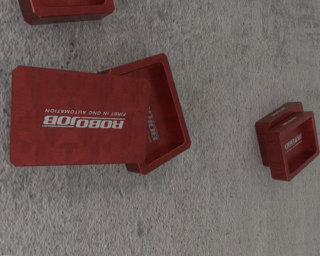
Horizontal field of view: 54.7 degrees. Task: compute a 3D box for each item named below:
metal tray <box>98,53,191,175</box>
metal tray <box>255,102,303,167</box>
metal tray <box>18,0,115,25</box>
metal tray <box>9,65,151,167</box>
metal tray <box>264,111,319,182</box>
[{"bbox_3d":[-0.016,-0.019,0.387,0.091,0.030,0.129,-27,107,-37],"label":"metal tray"},{"bbox_3d":[0.240,0.010,0.602,0.131,0.030,0.089,-26,107,-37],"label":"metal tray"},{"bbox_3d":[-0.105,-0.176,0.312,0.091,0.030,0.129,-21,104,-38],"label":"metal tray"},{"bbox_3d":[-0.077,-0.010,0.311,0.131,0.030,0.089,2,95,-26],"label":"metal tray"},{"bbox_3d":[0.244,0.030,0.565,0.131,0.030,0.089,-24,105,-37],"label":"metal tray"}]
